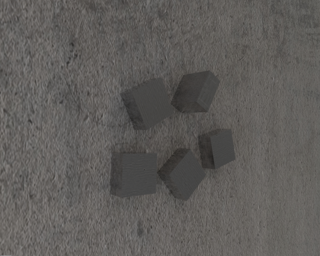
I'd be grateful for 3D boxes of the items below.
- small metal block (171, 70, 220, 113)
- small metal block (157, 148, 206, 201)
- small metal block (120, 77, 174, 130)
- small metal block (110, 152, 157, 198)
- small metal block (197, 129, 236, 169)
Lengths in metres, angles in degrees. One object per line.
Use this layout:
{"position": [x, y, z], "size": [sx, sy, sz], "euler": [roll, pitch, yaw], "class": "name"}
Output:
{"position": [0.049, -0.049, 0.429], "size": [0.025, 0.050, 0.050], "euler": [37, 67, -34], "class": "small metal block"}
{"position": [0.031, 0.064, 0.430], "size": [0.050, 0.025, 0.050], "euler": [-47, 118, -30], "class": "small metal block"}
{"position": [-0.015, -0.031, 0.391], "size": [0.050, 0.025, 0.050], "euler": [-33, 110, -35], "class": "small metal block"}
{"position": [-0.032, 0.055, 0.378], "size": [0.050, 0.025, 0.050], "euler": [3, 88, -40], "class": "small metal block"}
{"position": [0.088, 0.031, 0.478], "size": [0.050, 0.025, 0.050], "euler": [-17, 101, -39], "class": "small metal block"}
